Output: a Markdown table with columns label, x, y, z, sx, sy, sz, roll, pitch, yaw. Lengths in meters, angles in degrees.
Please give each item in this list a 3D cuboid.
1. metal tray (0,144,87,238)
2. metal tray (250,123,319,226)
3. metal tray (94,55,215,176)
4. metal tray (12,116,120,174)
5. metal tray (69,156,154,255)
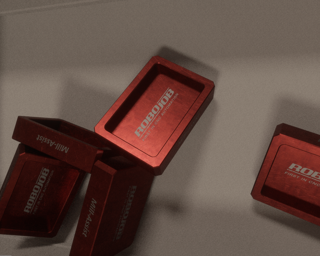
| label | x | y | z | sx | sy | sz | roll | pitch | yaw |
| --- | --- | --- | --- | --- | --- | --- | --- | --- | --- |
| metal tray | -0.168 | 0.089 | 0.428 | 0.129 | 0.091 | 0.030 | -62 | 33 | 14 |
| metal tray | 0.174 | 0.058 | 0.328 | 0.130 | 0.030 | 0.089 | 21 | 121 | 18 |
| metal tray | -0.004 | -0.019 | 0.375 | 0.090 | 0.030 | 0.130 | 29 | 69 | 17 |
| metal tray | -0.114 | 0.020 | 0.414 | 0.130 | 0.090 | 0.030 | 20 | 96 | 18 |
| metal tray | -0.055 | 0.099 | 0.385 | 0.030 | 0.091 | 0.129 | 24 | 104 | 28 |
